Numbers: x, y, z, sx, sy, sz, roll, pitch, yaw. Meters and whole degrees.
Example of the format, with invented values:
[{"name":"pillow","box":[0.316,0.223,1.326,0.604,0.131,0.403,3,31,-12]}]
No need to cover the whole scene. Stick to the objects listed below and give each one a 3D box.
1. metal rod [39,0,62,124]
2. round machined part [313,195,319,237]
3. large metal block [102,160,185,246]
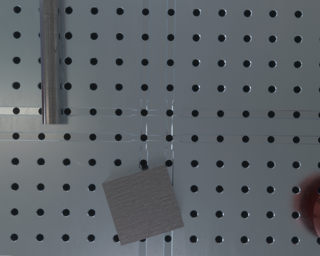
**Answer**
[{"name":"metal rod","box":[-0.147,-0.154,0.411,0.025,0.025,0.298,-1,90,0]},{"name":"round machined part","box":[0.250,0.116,0.407,0.099,0.042,0.097,0,90,0]},{"name":"large metal block","box":[-0.020,0.093,0.401,0.080,0.050,0.080,-17,90,0]}]
